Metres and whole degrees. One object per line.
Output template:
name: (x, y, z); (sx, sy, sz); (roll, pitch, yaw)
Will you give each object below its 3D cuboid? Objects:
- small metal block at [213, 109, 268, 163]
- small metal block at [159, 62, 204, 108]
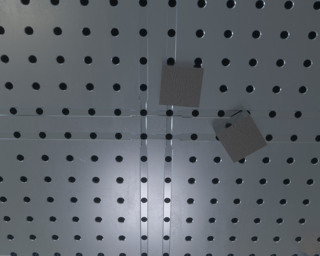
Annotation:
small metal block: (0.108, 0.011, 0.418); (0.050, 0.025, 0.050); (-31, 107, 11)
small metal block: (0.026, -0.055, 0.393); (0.050, 0.025, 0.050); (4, 110, -2)
